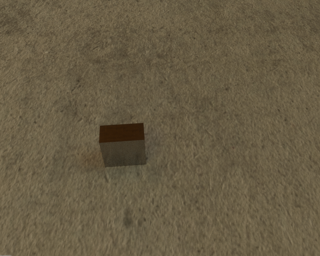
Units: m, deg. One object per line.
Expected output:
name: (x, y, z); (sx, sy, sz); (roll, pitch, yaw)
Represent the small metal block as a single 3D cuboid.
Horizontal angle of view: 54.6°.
small metal block: (-0.043, 0.021, 0.369); (0.050, 0.050, 0.025); (-4, 50, -3)
